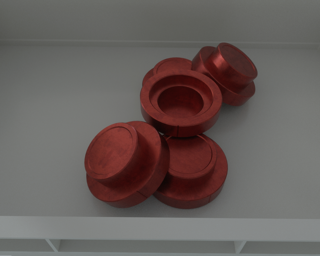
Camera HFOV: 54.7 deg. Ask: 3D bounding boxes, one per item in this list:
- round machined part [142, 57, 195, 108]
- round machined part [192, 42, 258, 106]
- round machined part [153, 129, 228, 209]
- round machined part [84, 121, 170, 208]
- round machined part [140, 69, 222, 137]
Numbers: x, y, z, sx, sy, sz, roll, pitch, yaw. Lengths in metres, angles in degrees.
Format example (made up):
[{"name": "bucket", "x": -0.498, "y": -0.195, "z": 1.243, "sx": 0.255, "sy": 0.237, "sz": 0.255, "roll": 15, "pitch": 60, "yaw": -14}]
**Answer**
[{"name": "round machined part", "x": 0.024, "y": -0.065, "z": 0.446, "sx": 0.099, "sy": 0.042, "sz": 0.098, "roll": 0, "pitch": 50, "yaw": 0}, {"name": "round machined part", "x": 0.097, "y": -0.081, "z": 0.434, "sx": 0.099, "sy": 0.042, "sz": 0.098, "roll": 22, "pitch": 43, "yaw": -22}, {"name": "round machined part", "x": 0.030, "y": 0.040, "z": 0.359, "sx": 0.099, "sy": 0.042, "sz": 0.098, "roll": 0, "pitch": 50, "yaw": 0}, {"name": "round machined part", "x": -0.042, "y": 0.033, "z": 0.336, "sx": 0.098, "sy": 0.042, "sz": 0.098, "roll": -18, "pitch": 50, "yaw": 23}, {"name": "round machined part", "x": 0.025, "y": -0.026, "z": 0.386, "sx": 0.099, "sy": 0.042, "sz": 0.098, "roll": 0, "pitch": 50, "yaw": 0}]
